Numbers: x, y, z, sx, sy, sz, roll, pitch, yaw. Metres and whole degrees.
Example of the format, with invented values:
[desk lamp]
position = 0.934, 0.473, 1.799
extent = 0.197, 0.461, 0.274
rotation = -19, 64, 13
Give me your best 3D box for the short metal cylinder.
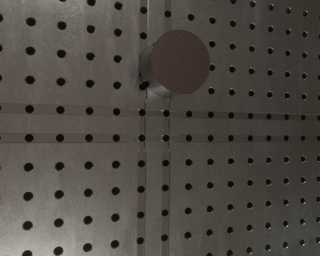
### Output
[short metal cylinder]
position = 0.018, -0.082, 0.407
extent = 0.081, 0.050, 0.079
rotation = 0, 90, -20
